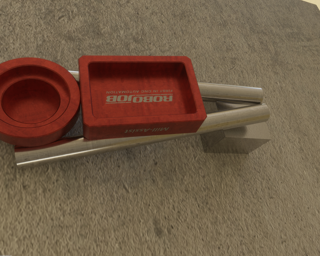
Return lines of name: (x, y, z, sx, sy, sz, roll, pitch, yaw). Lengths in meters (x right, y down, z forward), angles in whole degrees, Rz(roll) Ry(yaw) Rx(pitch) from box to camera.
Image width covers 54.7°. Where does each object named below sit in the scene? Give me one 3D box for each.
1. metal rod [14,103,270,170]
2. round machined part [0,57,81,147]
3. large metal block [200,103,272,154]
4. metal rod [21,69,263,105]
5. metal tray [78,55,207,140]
metal rod: (-0.003, 0.005, 0.361, 0.303, 0.025, 0.025, -10, 67, -19)
round machined part: (-0.136, -0.024, 0.329, 0.099, 0.042, 0.098, 7, 60, -13)
large metal block: (0.103, -0.010, 0.451, 0.081, 0.050, 0.080, 4, 60, -27)
metal rod: (-0.013, -0.051, 0.389, 0.302, 0.025, 0.025, 3, 60, -12)
metal tray: (-0.022, -0.037, 0.348, 0.131, 0.030, 0.090, -3, 63, -16)
